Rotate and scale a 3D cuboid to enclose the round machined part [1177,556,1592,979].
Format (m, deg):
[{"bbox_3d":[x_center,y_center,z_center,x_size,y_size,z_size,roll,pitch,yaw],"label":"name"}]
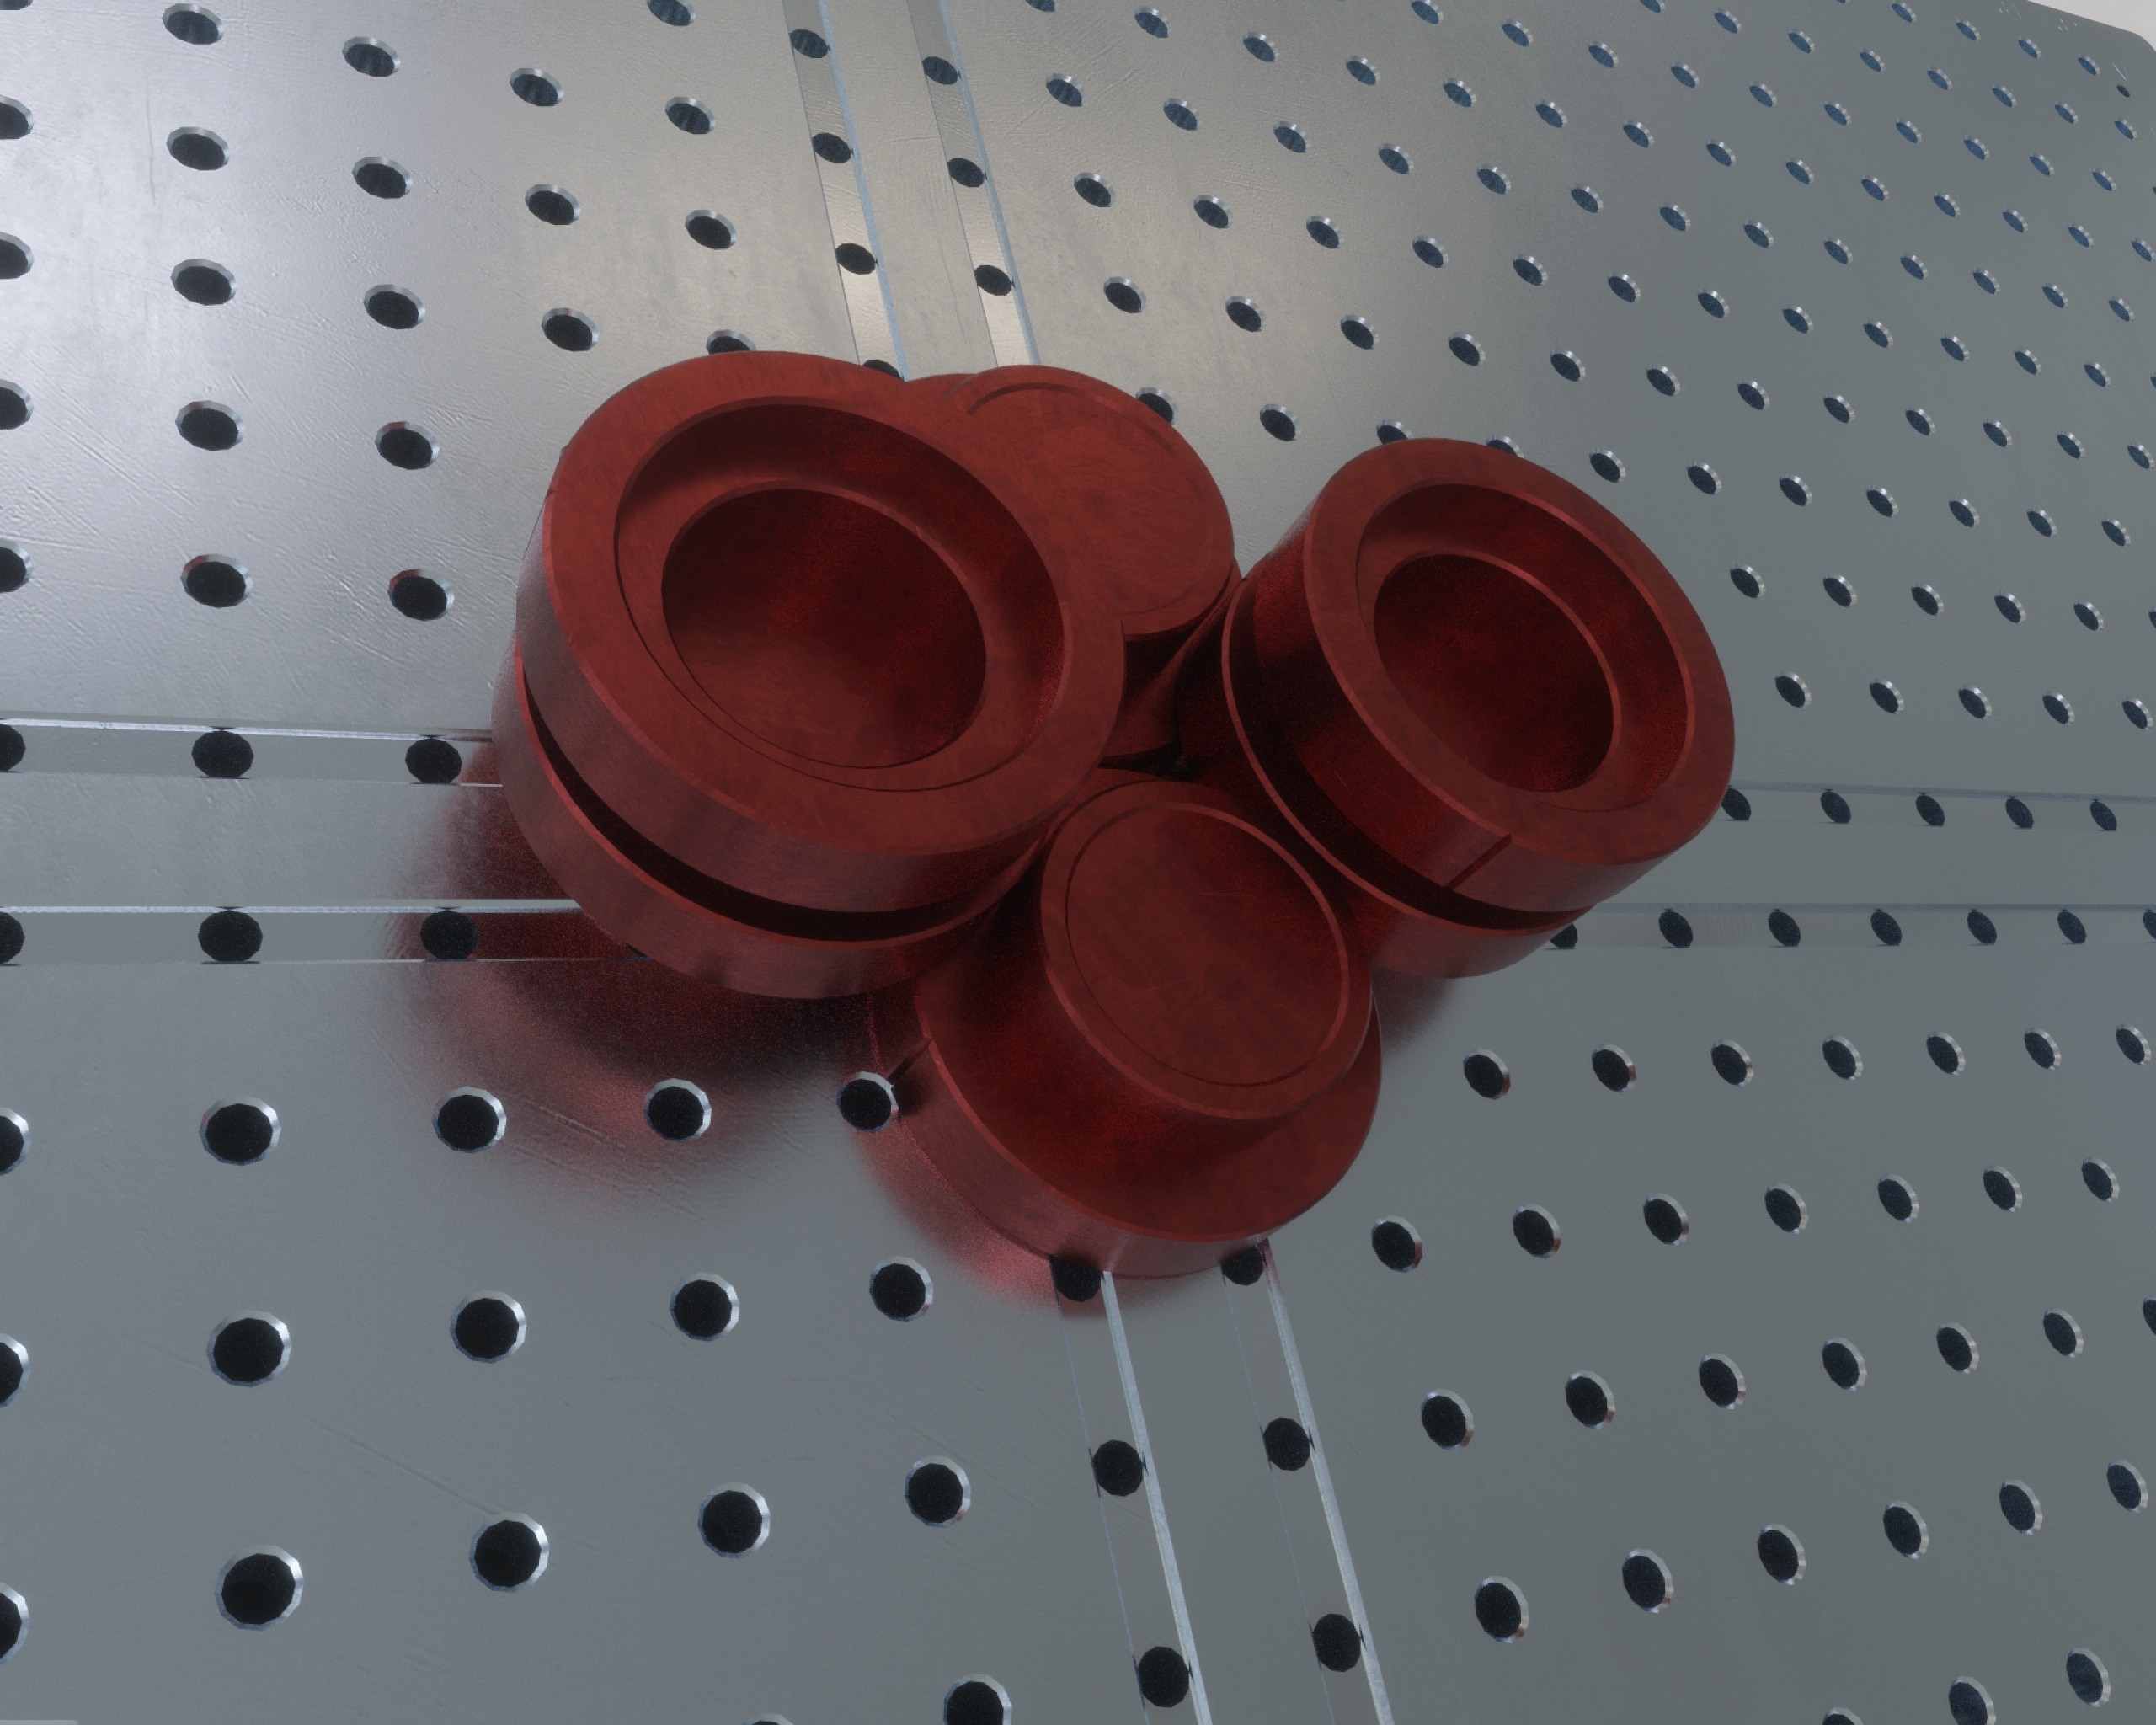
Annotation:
[{"bbox_3d":[0.064,-0.019,0.442,0.099,0.042,0.098,13,56,-21],"label":"round machined part"}]

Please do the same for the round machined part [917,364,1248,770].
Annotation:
[{"bbox_3d":[-0.007,-0.063,0.431,0.099,0.042,0.098,13,56,-21],"label":"round machined part"}]

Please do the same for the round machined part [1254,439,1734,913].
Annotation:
[{"bbox_3d":[0.078,-0.033,0.417,0.099,0.042,0.098,13,56,-21],"label":"round machined part"}]

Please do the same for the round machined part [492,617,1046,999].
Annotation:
[{"bbox_3d":[-0.056,-0.019,0.378,0.099,0.042,0.098,13,56,-21],"label":"round machined part"}]

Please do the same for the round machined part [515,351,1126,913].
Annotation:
[{"bbox_3d":[-0.045,-0.035,0.352,0.099,0.042,0.098,13,56,-21],"label":"round machined part"}]

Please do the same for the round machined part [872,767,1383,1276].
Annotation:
[{"bbox_3d":[0.015,0.024,0.389,0.099,0.042,0.098,13,56,-21],"label":"round machined part"}]
